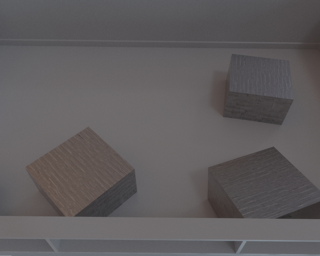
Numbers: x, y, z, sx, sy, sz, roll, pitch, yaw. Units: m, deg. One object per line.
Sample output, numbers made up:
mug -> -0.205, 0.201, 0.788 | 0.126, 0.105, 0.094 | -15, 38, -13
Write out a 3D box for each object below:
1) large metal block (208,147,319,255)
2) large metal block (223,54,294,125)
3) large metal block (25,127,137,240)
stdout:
large metal block -> 0.104, 0.072, 0.318 | 0.081, 0.050, 0.080 | -15, 38, -13
large metal block -> 0.136, -0.056, 0.437 | 0.080, 0.050, 0.080 | 9, 51, 7
large metal block -> -0.083, 0.057, 0.340 | 0.080, 0.050, 0.080 | -37, 59, -27
